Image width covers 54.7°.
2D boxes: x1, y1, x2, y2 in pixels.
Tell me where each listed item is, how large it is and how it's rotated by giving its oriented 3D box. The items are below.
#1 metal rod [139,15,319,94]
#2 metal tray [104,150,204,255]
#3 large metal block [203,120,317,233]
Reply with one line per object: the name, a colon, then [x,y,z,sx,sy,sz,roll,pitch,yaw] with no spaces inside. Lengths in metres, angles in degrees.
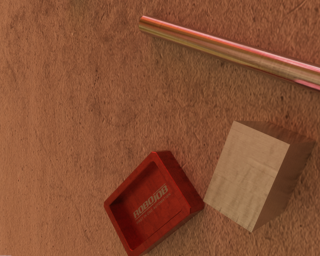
metal rod: [0.087,-0.079,0.332,0.300,0.025,0.025,30,109,35]
metal tray: [-0.014,0.102,0.410,0.129,0.030,0.090,-48,62,29]
large metal block: [0.095,0.040,0.290,0.050,0.081,0.079,28,108,36]
